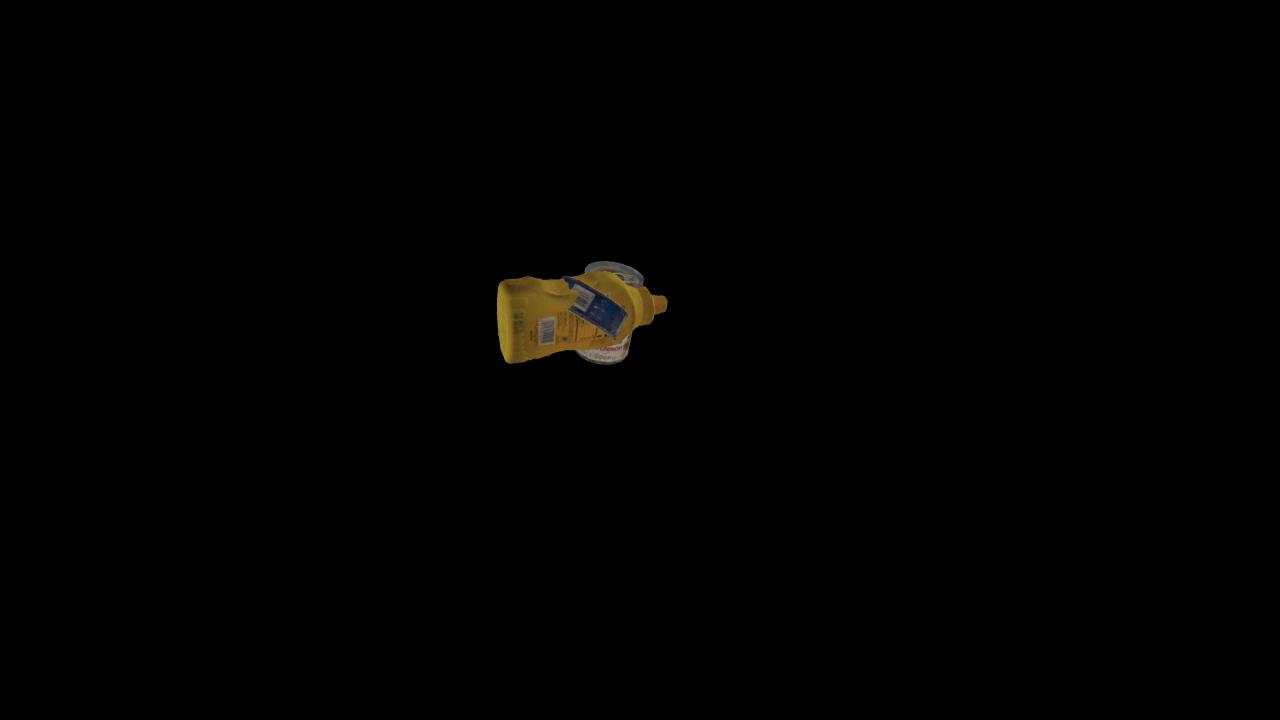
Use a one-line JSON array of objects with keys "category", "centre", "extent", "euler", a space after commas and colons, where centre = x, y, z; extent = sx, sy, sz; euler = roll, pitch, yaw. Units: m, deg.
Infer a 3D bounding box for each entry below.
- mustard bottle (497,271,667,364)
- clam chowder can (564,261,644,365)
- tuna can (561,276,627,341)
[{"category": "mustard bottle", "centre": [-0.055, -0.049, 0.652], "extent": [0.184, 0.092, 0.054], "euler": [-9, 35, -22]}, {"category": "clam chowder can", "centre": [-0.038, -0.054, 0.712], "extent": [0.068, 0.102, 0.068], "euler": [9, 33, -6]}, {"category": "tuna can", "centre": [-0.055, -0.055, 0.653], "extent": [0.084, 0.034, 0.084], "euler": [30, -4, 2]}]
